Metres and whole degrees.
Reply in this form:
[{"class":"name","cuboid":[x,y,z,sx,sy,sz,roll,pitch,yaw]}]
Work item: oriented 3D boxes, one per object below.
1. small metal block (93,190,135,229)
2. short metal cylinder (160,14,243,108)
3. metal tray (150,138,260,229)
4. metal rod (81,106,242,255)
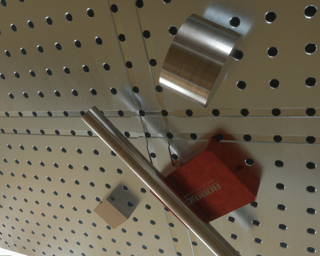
[{"class":"small metal block","cuboid":[-0.080,0.143,0.540,0.050,0.025,0.050,44,129,-3]},{"class":"short metal cylinder","cuboid":[0.041,-0.066,0.312,0.050,0.080,0.079,28,128,10]},{"class":"metal tray","cuboid":[0.057,0.082,0.427,0.090,0.030,0.129,45,129,-4]},{"class":"metal rod","cuboid":[0.009,0.087,0.419,0.300,0.025,0.025,46,129,-5]}]
